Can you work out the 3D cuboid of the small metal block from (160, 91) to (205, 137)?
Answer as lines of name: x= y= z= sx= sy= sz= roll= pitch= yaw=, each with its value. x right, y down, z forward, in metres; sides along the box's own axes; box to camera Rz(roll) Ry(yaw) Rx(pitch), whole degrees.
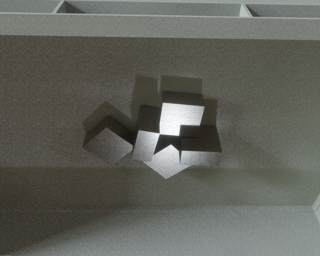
small metal block: x=0.025 y=-0.017 z=0.393 sx=0.050 sy=0.025 sz=0.050 roll=5 pitch=130 yaw=-5

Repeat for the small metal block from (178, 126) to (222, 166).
small metal block: x=0.051 y=0.022 z=0.410 sx=0.050 sy=0.050 sz=0.025 roll=2 pitch=130 yaw=-3

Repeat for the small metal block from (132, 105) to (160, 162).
small metal block: x=-0.018 y=0.007 z=0.395 sx=0.025 sy=0.050 sz=0.050 roll=10 pitch=129 yaw=-9

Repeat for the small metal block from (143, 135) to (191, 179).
small metal block: x=0.012 y=0.040 z=0.441 sx=0.050 sy=0.025 sz=0.050 roll=-33 pitch=123 yaw=24

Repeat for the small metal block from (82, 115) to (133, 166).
small metal block: x=-0.068 y=0.018 z=0.421 sx=0.050 sy=0.025 sz=0.050 roll=-37 pitch=122 yaw=27
